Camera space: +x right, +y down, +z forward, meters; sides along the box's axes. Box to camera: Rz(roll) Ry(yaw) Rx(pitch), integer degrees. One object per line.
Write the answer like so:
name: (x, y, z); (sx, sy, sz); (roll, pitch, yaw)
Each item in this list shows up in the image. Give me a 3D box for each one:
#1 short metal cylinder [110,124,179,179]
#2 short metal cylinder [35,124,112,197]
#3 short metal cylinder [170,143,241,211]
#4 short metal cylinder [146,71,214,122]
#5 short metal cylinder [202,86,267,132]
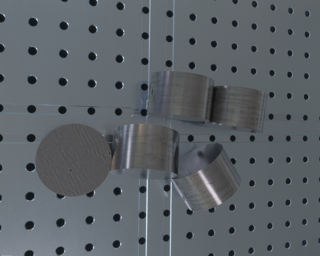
short metal cylinder: (-0.017, 0.031, 0.371); (0.081, 0.080, 0.050); (9, 71, -20)
short metal cylinder: (-0.101, 0.035, 0.362); (0.081, 0.050, 0.079); (0, 90, -20)
short metal cylinder: (0.057, 0.063, 0.405); (0.080, 0.080, 0.050); (-34, 102, -17)
short metal cylinder: (0.026, -0.038, 0.393); (0.081, 0.080, 0.050); (8, 88, -20)
short metal cylinder: (0.101, -0.024, 0.421); (0.081, 0.080, 0.050); (9, 87, -20)
